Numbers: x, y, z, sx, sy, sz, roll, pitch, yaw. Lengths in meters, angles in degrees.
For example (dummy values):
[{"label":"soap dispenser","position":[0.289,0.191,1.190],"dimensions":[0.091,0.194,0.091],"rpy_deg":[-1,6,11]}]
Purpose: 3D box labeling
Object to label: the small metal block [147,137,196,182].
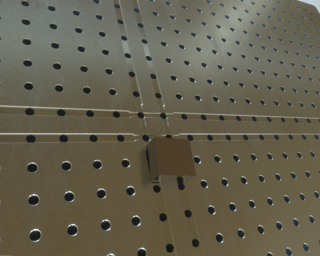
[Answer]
[{"label":"small metal block","position":[0.014,0.041,0.392],"dimensions":[0.050,0.025,0.050],"rpy_deg":[6,59,-26]}]
